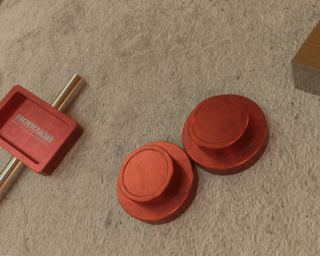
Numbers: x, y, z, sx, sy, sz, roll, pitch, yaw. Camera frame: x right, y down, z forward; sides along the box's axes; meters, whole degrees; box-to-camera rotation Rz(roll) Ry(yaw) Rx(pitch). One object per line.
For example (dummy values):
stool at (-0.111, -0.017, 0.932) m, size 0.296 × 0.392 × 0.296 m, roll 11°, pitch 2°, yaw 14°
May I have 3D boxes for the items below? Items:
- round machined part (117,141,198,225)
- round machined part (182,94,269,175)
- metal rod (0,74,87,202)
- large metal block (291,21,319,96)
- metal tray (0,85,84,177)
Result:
round machined part at (-0.009, 0.059, 0.361) m, size 0.098 × 0.042 × 0.098 m, roll -13°, pitch 56°, yaw 21°
round machined part at (0.071, 0.001, 0.355) m, size 0.098 × 0.042 × 0.098 m, roll -13°, pitch 56°, yaw 21°
metal rod at (-0.213, 0.039, 0.491) m, size 0.025 × 0.025 × 0.300 m, roll 22°, pitch 73°, yaw 36°
large metal block at (0.200, -0.074, 0.329) m, size 0.080 × 0.050 × 0.080 m, roll 29°, pitch 78°, yaw 37°
metal tray at (-0.195, 0.002, 0.472) m, size 0.130 × 0.030 × 0.090 m, roll 31°, pitch 77°, yaw 16°
